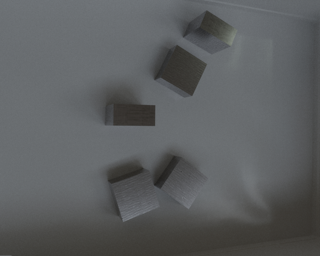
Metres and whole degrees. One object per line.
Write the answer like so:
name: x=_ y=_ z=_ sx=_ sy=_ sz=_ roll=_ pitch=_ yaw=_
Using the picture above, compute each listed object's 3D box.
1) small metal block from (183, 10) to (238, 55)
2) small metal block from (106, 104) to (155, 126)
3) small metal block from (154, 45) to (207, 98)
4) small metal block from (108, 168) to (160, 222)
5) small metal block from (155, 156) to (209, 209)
small metal block: x=0.068 y=-0.129 z=0.423 sx=0.050 sy=0.050 sz=0.025 roll=25 pitch=82 yaw=-19
small metal block: x=-0.038 y=-0.015 z=0.384 sx=0.050 sy=0.050 sz=0.025 roll=0 pitch=90 yaw=-20
small metal block: x=0.028 y=-0.076 z=0.422 sx=0.050 sy=0.025 sz=0.050 roll=28 pitch=81 yaw=-18
small metal block: x=-0.034 y=0.085 z=0.399 sx=0.050 sy=0.025 sz=0.050 roll=-18 pitch=96 yaw=-20
small metal block: x=0.029 y=0.073 z=0.423 sx=0.050 sy=0.025 sz=0.050 roll=39 pitch=78 yaw=-16
